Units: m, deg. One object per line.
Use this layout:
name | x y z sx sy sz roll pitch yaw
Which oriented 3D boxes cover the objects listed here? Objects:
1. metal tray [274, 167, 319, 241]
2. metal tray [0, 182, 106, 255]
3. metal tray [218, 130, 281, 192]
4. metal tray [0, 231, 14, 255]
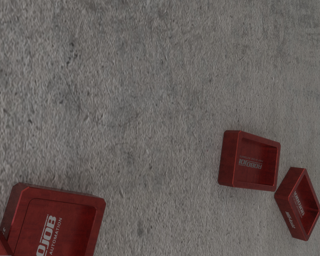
metal tray | 0.289 0.157 0.643 0.090 0.030 0.130 -45 117 -31
metal tray | -0.113 0.126 0.306 0.091 0.030 0.129 21 77 -38
metal tray | 0.157 0.059 0.532 0.131 0.030 0.090 14 81 -39
metal tray | -0.169 0.150 0.232 0.131 0.030 0.090 -26 96 -24
